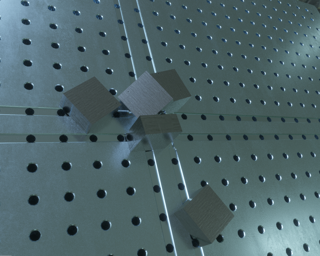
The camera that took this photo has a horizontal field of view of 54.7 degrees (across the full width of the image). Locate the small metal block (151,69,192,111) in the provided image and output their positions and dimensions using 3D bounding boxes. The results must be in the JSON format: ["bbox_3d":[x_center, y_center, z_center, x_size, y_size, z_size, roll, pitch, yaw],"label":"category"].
[{"bbox_3d":[0.009,-0.054,0.448,0.050,0.025,0.050,-19,72,-36],"label":"small metal block"}]

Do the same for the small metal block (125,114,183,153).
[{"bbox_3d":[-0.009,0.006,0.385,0.050,0.050,0.025,-4,64,-31],"label":"small metal block"}]

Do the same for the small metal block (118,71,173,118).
[{"bbox_3d":[-0.018,-0.038,0.406,0.050,0.025,0.050,-43,86,0],"label":"small metal block"}]

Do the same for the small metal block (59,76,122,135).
[{"bbox_3d":[-0.085,-0.029,0.381,0.050,0.025,0.050,46,51,4],"label":"small metal block"}]

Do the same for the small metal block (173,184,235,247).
[{"bbox_3d":[0.054,0.105,0.375,0.050,0.025,0.050,-34,81,-38],"label":"small metal block"}]
